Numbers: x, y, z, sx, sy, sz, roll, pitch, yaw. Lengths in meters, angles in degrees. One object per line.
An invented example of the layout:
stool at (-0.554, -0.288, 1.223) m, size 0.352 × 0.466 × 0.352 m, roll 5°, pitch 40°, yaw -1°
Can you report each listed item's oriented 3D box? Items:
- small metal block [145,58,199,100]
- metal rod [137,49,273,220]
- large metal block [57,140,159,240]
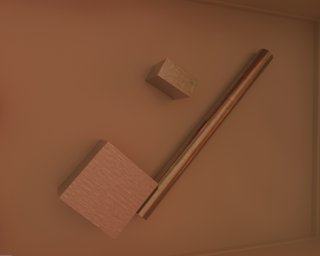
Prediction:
small metal block at (0.014, -0.062, 0.404) m, size 0.050 × 0.050 × 0.025 m, roll 32°, pitch 80°, yaw -18°
metal rod at (0.067, 0.000, 0.436) m, size 0.025 × 0.025 × 0.300 m, roll 44°, pitch 76°, yaw -15°
large metal block at (-0.064, 0.071, 0.375) m, size 0.080 × 0.050 × 0.080 m, roll 43°, pitch 76°, yaw -15°
